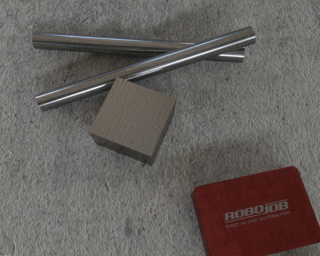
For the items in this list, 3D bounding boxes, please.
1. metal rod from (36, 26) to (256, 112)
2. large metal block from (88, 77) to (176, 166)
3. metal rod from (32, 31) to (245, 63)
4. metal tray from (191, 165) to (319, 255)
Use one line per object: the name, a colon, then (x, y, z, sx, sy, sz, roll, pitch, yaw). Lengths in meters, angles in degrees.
metal rod: (-0.018, -0.081, 0.421, 0.302, 0.025, 0.025, -18, 71, -1)
large metal block: (-0.032, -0.007, 0.397, 0.080, 0.050, 0.080, 21, 71, 7)
metal rod: (-0.031, -0.118, 0.450, 0.302, 0.025, 0.025, 4, 70, 1)
metal tray: (0.112, 0.103, 0.369, 0.131, 0.030, 0.090, -11, 71, -5)
